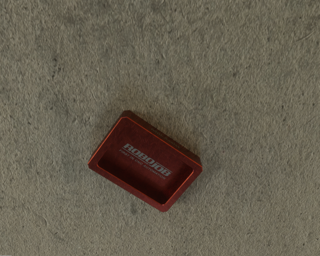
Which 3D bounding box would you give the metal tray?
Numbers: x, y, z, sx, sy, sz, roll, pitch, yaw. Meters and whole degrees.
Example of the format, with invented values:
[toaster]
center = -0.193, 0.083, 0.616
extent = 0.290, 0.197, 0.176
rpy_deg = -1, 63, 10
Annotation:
[metal tray]
center = -0.019, 0.047, 0.426
extent = 0.130, 0.030, 0.090
rpy_deg = 34, 106, -12
